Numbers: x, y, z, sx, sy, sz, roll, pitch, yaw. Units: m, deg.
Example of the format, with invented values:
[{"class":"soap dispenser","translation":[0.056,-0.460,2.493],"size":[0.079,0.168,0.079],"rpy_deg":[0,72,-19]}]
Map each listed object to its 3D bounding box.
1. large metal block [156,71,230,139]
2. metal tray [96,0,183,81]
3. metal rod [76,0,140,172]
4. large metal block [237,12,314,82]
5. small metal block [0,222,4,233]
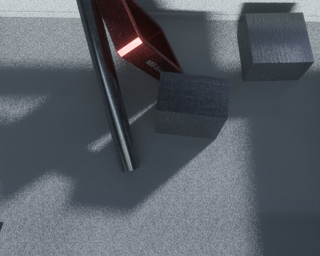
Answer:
[{"class":"large metal block","translation":[0.038,-0.025,0.390],"size":[0.080,0.080,0.050],"rpy_deg":[6,70,2]},{"class":"metal tray","translation":[-0.021,-0.114,0.395],"size":[0.030,0.130,0.090],"rpy_deg":[-30,71,19]},{"class":"metal rod","translation":[-0.072,-0.092,0.376],"size":[0.025,0.025,0.298],"rpy_deg":[-14,97,-5]},{"class":"large metal block","translation":[0.160,-0.114,0.440],"size":[0.081,0.050,0.080],"rpy_deg":[-1,70,-1]},{"class":"small metal block","translation":[-0.218,0.115,0.352],"size":[0.050,0.050,0.025],"rpy_deg":[8,71,3]}]
